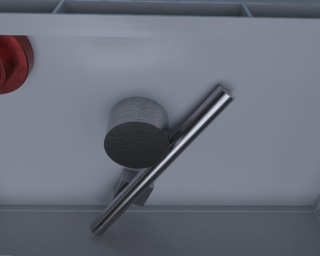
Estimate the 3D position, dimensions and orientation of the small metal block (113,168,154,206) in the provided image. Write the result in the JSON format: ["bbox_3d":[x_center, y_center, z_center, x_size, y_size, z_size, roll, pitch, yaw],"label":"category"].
[{"bbox_3d":[-0.042,0.094,0.489,0.050,0.025,0.050,16,128,-14],"label":"small metal block"}]

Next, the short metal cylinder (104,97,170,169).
[{"bbox_3d":[-0.028,0.007,0.398,0.081,0.050,0.079,0,130,0],"label":"short metal cylinder"}]

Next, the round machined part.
[{"bbox_3d":[-0.192,-0.075,0.331,0.099,0.042,0.097,-1,130,0],"label":"round machined part"}]

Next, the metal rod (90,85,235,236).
[{"bbox_3d":[-0.009,0.059,0.434,0.025,0.025,0.299,31,116,-24],"label":"metal rod"}]
